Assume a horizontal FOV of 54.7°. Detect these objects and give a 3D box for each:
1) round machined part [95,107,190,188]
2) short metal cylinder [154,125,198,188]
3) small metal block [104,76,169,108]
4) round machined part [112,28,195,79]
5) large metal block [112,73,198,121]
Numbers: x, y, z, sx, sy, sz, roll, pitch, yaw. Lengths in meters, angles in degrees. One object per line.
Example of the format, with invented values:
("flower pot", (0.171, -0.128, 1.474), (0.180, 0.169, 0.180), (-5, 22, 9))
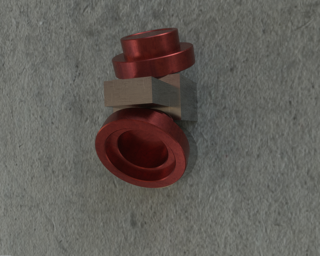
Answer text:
("round machined part", (-0.016, 0.017, 0.336), (0.098, 0.042, 0.097), (9, 131, 11))
("short metal cylinder", (0.003, 0.033, 0.396), (0.080, 0.050, 0.079), (0, 90, 19))
("small metal block", (-0.023, -0.034, 0.318), (0.050, 0.050, 0.025), (-3, 89, 20))
("round machined part", (-0.010, -0.092, 0.370), (0.098, 0.098, 0.042), (-2, 114, 19))
("large metal block", (-0.003, -0.032, 0.380), (0.080, 0.080, 0.050), (-2, 90, 19))
